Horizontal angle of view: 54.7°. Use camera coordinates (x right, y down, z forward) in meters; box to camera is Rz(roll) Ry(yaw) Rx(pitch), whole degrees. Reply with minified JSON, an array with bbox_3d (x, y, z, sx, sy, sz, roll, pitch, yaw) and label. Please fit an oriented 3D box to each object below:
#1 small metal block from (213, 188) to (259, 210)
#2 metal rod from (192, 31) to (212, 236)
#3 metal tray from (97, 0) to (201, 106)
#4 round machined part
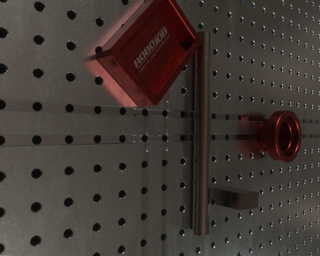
[{"bbox_3d":[0.123,0.113,0.499,0.050,0.050,0.025,7,85,-40],"label":"small metal block"},{"bbox_3d":[0.063,0.007,0.464,0.025,0.025,0.298,1,89,-40],"label":"metal rod"},{"bbox_3d":[-0.008,-0.103,0.400,0.090,0.030,0.130,49,61,-29],"label":"metal tray"},{"bbox_3d":[0.227,0.016,0.592,0.099,0.042,0.097,0,90,-40],"label":"round machined part"}]
